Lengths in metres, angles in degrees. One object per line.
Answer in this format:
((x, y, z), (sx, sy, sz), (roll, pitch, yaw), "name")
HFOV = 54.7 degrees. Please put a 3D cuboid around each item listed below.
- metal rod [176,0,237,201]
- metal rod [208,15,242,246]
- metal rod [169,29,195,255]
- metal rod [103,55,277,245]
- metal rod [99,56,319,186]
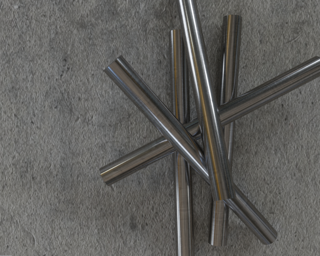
((0.048, -0.066, 0.373), (0.025, 0.025, 0.299), (-9, 75, 0), "metal rod")
((0.086, 0.003, 0.410), (0.025, 0.025, 0.298), (4, 90, 0), "metal rod")
((0.029, 0.022, 0.410), (0.025, 0.025, 0.298), (-2, 90, 0), "metal rod")
((0.047, 0.038, 0.367), (0.025, 0.025, 0.300), (-42, 107, 0), "metal rod")
((0.065, -0.009, 0.384), (0.301, 0.025, 0.025), (-27, 90, 0), "metal rod")
